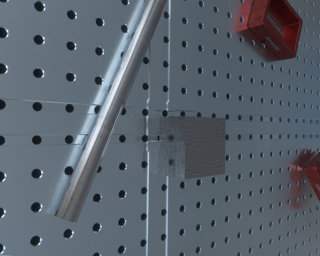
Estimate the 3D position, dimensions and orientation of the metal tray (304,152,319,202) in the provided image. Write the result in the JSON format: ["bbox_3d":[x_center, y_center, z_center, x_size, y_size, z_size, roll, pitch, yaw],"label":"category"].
[{"bbox_3d":[0.394,0.128,0.716,0.091,0.030,0.130,-30,94,-34],"label":"metal tray"}]

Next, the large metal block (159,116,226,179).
[{"bbox_3d":[0.046,0.025,0.434,0.081,0.050,0.079,1,90,-40],"label":"large metal block"}]

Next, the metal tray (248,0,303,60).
[{"bbox_3d":[0.226,-0.202,0.598,0.131,0.030,0.090,26,73,-37],"label":"metal tray"}]

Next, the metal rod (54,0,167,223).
[{"bbox_3d":[-0.051,-0.040,0.368,0.025,0.025,0.299,32,70,-36],"label":"metal rod"}]
